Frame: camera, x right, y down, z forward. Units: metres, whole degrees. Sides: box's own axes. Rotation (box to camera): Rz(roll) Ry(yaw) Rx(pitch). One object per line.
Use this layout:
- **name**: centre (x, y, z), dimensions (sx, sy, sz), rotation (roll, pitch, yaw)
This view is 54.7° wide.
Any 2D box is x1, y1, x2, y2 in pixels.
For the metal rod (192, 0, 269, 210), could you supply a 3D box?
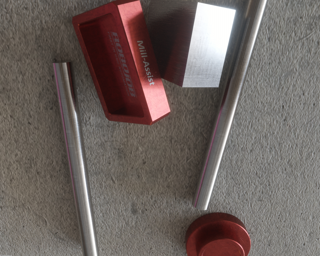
- **metal rod**: centre (0.087, -0.025, 0.401), dimensions (0.025, 0.025, 0.298), rotation (10, 110, -4)

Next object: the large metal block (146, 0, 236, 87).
- **large metal block**: centre (0.027, -0.094, 0.339), dimensions (0.050, 0.080, 0.079), rotation (-5, 114, -35)

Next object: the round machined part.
- **round machined part**: centre (0.089, 0.181, 0.469), dimensions (0.099, 0.042, 0.097), rotation (0, 110, -1)

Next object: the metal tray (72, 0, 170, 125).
- **metal tray**: centre (-0.045, -0.070, 0.351), dimensions (0.030, 0.090, 0.129), rotation (-32, 115, -36)

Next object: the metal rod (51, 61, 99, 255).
- **metal rod**: centre (-0.113, 0.058, 0.429), dimensions (0.025, 0.025, 0.298), rotation (-2, 110, 0)
